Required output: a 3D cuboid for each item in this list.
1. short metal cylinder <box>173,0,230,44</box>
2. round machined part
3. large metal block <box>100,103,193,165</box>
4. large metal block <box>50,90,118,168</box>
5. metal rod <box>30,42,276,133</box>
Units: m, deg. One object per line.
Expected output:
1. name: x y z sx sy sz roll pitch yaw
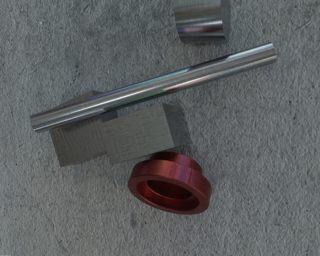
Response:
1. short metal cylinder: 0.051 -0.140 0.361 0.050 0.080 0.079 0 90 20
2. round machined part: 0.014 0.064 0.375 0.098 0.098 0.042 5 53 19
3. large metal block: -0.014 0.008 0.384 0.080 0.080 0.050 -17 85 19
4. large metal block: -0.102 0.002 0.430 0.080 0.050 0.080 -21 83 18
5. metal rod: -0.012 -0.047 0.377 0.301 0.025 0.025 -16 85 5
